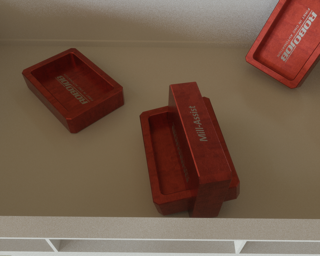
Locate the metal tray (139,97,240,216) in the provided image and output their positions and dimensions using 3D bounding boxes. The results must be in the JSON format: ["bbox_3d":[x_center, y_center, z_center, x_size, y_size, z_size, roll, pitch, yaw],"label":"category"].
[{"bbox_3d":[0.030,0.028,0.363,0.090,0.030,0.130,-14,51,3],"label":"metal tray"}]

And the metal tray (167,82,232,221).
[{"bbox_3d":[0.037,0.023,0.343,0.030,0.089,0.130,-8,51,-8],"label":"metal tray"}]

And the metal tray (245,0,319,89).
[{"bbox_3d":[0.198,-0.134,0.450,0.090,0.129,0.030,39,29,23],"label":"metal tray"}]

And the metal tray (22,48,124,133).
[{"bbox_3d":[-0.126,-0.059,0.449,0.091,0.030,0.130,-35,58,-26],"label":"metal tray"}]
